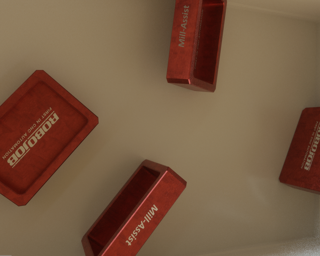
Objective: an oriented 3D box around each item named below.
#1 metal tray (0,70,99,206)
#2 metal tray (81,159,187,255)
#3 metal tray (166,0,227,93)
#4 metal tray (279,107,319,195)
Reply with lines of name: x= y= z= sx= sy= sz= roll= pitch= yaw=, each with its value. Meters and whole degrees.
metal tray: x=-0.146 y=0.010 z=0.353 sx=0.090 sy=0.030 sz=0.130 roll=43 pitch=77 yaw=-15
metal tray: x=-0.034 y=0.100 z=0.363 sx=0.030 sy=0.090 sz=0.130 roll=42 pitch=77 yaw=-15
metal tray: x=0.049 y=-0.115 z=0.392 sx=0.090 sy=0.030 sz=0.129 roll=3 pitch=95 yaw=-61
metal tray: x=0.240 y=0.032 z=0.464 sx=0.030 sy=0.090 sz=0.130 roll=25 pitch=82 yaw=-18
